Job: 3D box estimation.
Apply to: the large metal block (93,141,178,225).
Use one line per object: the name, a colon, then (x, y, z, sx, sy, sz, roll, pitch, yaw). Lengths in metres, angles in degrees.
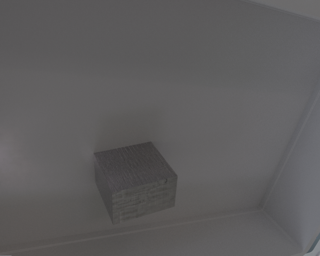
large metal block: (-0.033, 0.066, 0.395, 0.081, 0.080, 0.050, -11, 123, -23)
